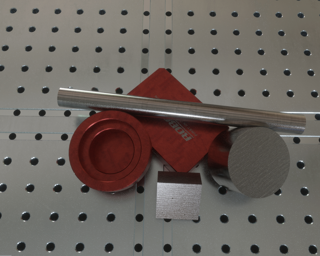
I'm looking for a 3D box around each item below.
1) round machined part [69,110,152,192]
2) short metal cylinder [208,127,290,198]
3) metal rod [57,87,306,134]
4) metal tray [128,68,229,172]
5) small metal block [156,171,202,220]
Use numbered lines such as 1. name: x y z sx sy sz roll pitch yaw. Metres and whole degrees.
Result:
1. round machined part: -0.058 0.030 0.386 0.099 0.042 0.098 -1 76 4
2. short metal cylinder: 0.104 0.039 0.369 0.081 0.050 0.079 0 89 -17
3. metal rod: 0.025 -0.022 0.386 0.302 0.025 0.025 7 70 2
4. metal tray: 0.015 -0.008 0.413 0.090 0.030 0.130 -42 76 -14
5. small metal block: 0.021 0.080 0.368 0.050 0.025 0.050 3 113 0
